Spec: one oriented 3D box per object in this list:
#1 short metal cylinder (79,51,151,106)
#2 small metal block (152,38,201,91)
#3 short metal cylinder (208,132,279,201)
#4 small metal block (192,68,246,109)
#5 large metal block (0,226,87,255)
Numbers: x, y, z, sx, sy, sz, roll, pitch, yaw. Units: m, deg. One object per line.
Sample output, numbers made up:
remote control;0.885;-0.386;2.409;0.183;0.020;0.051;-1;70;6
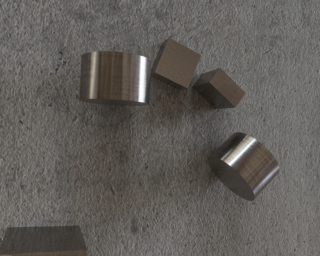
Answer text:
short metal cylinder;-0.051;-0.054;0.361;0.081;0.080;0.050;3;89;-20
small metal block;0.020;-0.085;0.417;0.050;0.025;0.050;24;82;-19
short metal cylinder;0.112;0.052;0.422;0.050;0.080;0.080;-42;104;-15
small metal block;0.080;-0.052;0.425;0.050;0.050;0.025;41;77;-16
large metal block;-0.127;0.143;0.334;0.081;0.080;0.050;5;89;-20
